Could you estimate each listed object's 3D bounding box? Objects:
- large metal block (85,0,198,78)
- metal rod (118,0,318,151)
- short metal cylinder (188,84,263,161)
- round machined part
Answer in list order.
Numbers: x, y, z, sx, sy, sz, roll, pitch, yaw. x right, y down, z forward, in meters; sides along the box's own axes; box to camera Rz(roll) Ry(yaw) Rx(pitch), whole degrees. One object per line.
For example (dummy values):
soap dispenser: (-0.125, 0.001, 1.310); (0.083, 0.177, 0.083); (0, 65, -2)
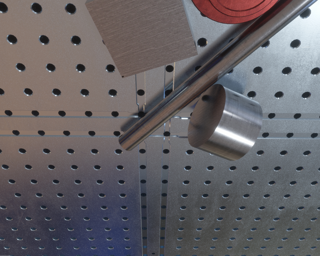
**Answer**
large metal block: (-0.014, -0.106, 0.305); (0.080, 0.050, 0.080); (-15, 129, 12)
metal rod: (0.056, -0.062, 0.359); (0.025, 0.025, 0.299); (36, 121, -27)
short metal cylinder: (0.076, -0.006, 0.371); (0.050, 0.080, 0.080); (21, 127, -18)
round machined part: (0.072, -0.141, 0.281); (0.099, 0.042, 0.097); (-1, 130, 0)
